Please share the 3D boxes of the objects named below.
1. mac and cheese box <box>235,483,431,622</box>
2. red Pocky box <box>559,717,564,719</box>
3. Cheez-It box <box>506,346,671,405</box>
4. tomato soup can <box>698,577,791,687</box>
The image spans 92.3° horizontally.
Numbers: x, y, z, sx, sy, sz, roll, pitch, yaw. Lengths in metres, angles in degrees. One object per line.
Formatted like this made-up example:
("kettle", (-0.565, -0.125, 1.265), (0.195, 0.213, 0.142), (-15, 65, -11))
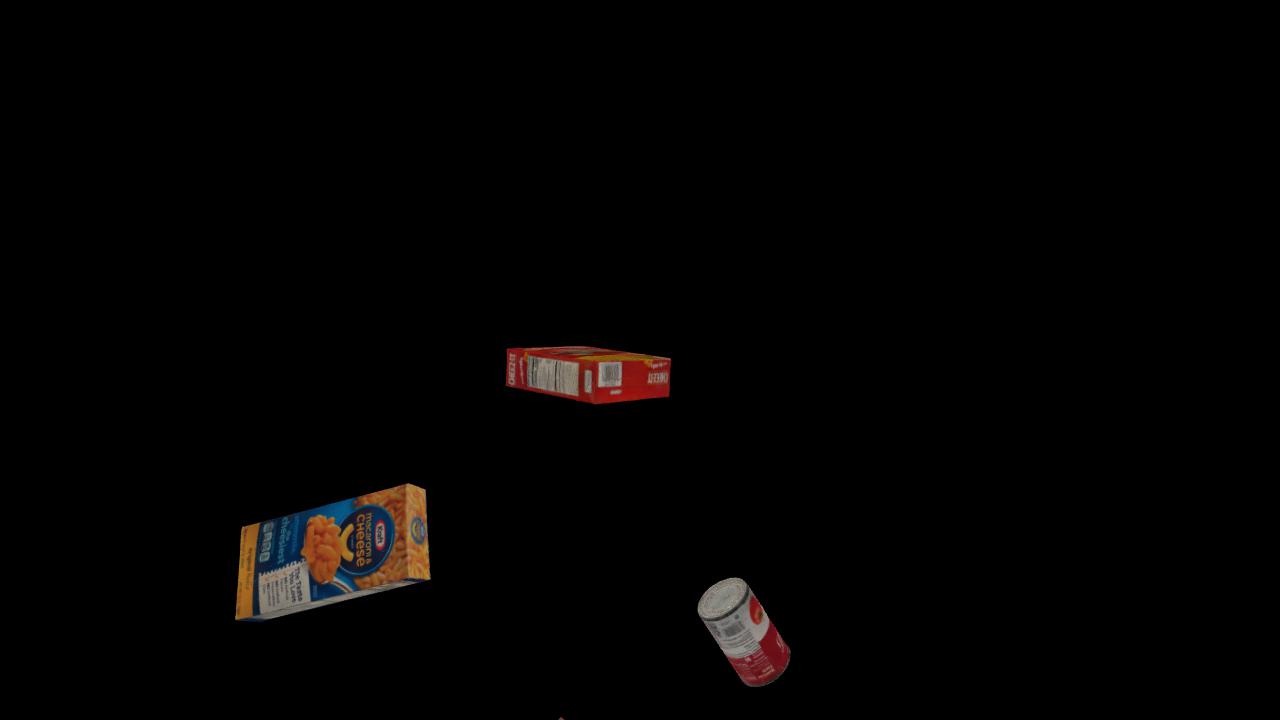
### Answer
("mac and cheese box", (-0.300, 0.189, 0.603), (0.184, 0.093, 0.041), (-16, -27, 7))
("red Pocky box", (-0.002, 0.311, 0.421), (0.083, 0.155, 0.028), (9, 48, 50))
("Cheez-It box", (-0.085, 0.019, 0.982), (0.223, 0.071, 0.166), (8, 7, 43))
("tomato soup can", (0.118, 0.311, 0.708), (0.068, 0.101, 0.068), (-32, 9, 6))
